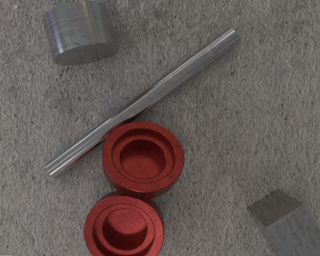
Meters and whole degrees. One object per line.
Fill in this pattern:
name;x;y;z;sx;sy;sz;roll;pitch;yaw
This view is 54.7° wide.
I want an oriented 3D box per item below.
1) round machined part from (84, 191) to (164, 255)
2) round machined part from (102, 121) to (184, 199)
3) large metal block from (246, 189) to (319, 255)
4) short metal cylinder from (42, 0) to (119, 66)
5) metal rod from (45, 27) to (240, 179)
round machined part;-0.043;0.126;0.397;0.099;0.042;0.097;0;97;2
round machined part;-0.022;0.043;0.386;0.099;0.042;0.098;5;54;-7
large metal block;0.160;0.131;0.384;0.050;0.080;0.080;-32;90;0
short metal cylinder;-0.097;-0.114;0.381;0.080;0.080;0.050;-15;90;0
metal rod;-0.022;-0.033;0.409;0.301;0.025;0.025;-37;90;0
